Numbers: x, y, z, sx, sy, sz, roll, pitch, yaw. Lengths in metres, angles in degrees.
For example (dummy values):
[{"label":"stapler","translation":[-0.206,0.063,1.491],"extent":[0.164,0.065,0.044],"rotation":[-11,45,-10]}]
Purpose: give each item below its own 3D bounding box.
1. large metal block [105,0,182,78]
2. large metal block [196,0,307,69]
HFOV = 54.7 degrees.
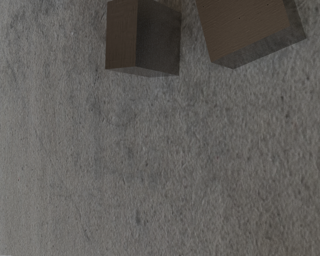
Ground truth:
[{"label":"large metal block","translation":[-0.019,-0.108,0.383],"extent":[0.050,0.081,0.079],"rotation":[4,93,39]},{"label":"large metal block","translation":[0.089,-0.115,0.314],"extent":[0.080,0.050,0.080],"rotation":[-19,78,38]}]
